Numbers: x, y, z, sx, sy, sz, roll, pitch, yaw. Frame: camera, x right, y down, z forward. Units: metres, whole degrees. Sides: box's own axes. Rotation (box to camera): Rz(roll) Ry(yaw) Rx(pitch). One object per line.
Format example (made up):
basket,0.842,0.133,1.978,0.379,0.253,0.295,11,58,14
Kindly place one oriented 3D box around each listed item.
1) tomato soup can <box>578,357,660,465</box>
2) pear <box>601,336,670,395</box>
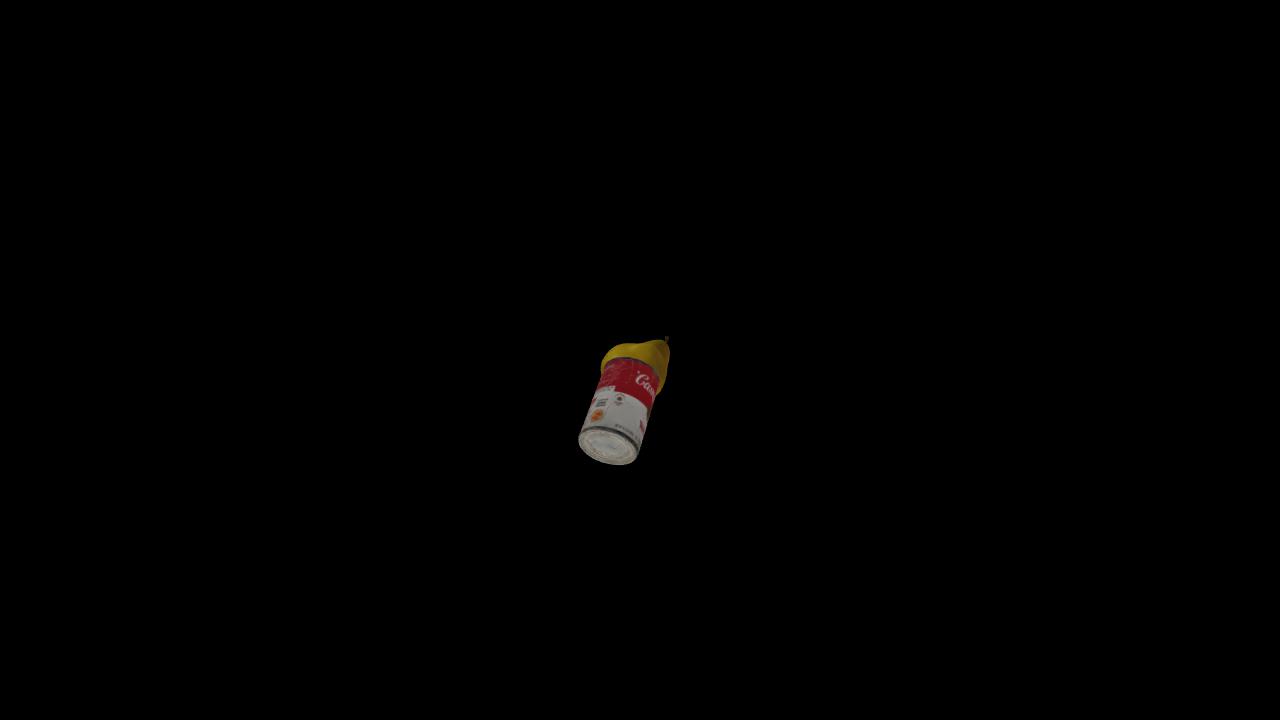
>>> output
tomato soup can,-0.022,0.055,0.673,0.068,0.101,0.068,11,-40,9
pear,0.009,0.004,0.747,0.111,0.080,0.080,-32,18,-31
